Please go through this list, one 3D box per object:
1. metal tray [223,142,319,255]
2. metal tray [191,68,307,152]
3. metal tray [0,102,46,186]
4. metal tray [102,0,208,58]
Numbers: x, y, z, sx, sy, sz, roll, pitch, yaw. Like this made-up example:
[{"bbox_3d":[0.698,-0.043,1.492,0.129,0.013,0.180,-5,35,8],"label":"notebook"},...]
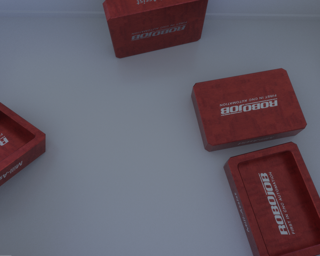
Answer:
[{"bbox_3d":[0.142,0.090,0.374,0.091,0.030,0.130,-14,71,-5],"label":"metal tray"},{"bbox_3d":[0.116,-0.025,0.417,0.131,0.030,0.090,-10,70,-4],"label":"metal tray"},{"bbox_3d":[-0.214,0.030,0.364,0.090,0.030,0.131,33,46,11],"label":"metal tray"},{"bbox_3d":[-0.005,-0.146,0.428,0.131,0.090,0.030,-14,71,-5],"label":"metal tray"}]
